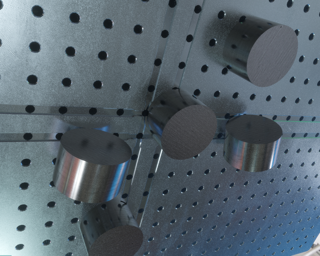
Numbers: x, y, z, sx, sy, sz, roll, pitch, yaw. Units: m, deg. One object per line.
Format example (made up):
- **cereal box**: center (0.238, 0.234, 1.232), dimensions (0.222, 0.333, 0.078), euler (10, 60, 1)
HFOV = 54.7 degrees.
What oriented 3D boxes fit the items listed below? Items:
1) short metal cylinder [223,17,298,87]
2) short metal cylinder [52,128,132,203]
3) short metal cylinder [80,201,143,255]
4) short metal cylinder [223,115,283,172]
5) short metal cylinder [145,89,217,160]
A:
- **short metal cylinder**: center (0.131, -0.100, 0.407), dimensions (0.081, 0.050, 0.079), euler (-14, 125, -21)
- **short metal cylinder**: center (-0.078, 0.041, 0.359), dimensions (0.081, 0.080, 0.050), euler (5, 116, -31)
- **short metal cylinder**: center (-0.071, 0.155, 0.454), dimensions (0.081, 0.050, 0.079), euler (-14, 125, -21)
- **short metal cylinder**: center (0.138, 0.021, 0.467), dimensions (0.081, 0.080, 0.050), euler (-15, 125, -20)
- **short metal cylinder**: center (0.027, -0.005, 0.409), dimensions (0.081, 0.050, 0.079), euler (-14, 125, -21)
